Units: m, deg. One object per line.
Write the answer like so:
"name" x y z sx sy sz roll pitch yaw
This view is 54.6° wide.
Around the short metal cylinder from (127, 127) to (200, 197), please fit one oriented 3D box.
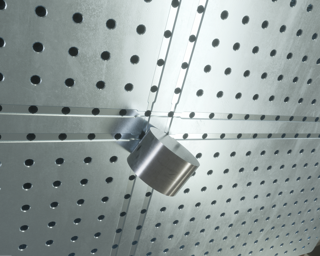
"short metal cylinder" 0.005 0.043 0.404 0.080 0.080 0.050 30 102 -38
